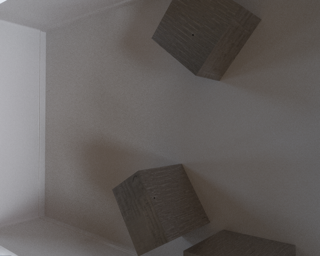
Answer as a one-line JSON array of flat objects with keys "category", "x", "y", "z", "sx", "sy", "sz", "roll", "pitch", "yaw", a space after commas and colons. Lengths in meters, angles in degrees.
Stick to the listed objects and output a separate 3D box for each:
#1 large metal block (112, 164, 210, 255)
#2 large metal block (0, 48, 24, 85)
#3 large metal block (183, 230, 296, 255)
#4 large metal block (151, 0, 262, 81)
[{"category": "large metal block", "x": 0.002, "y": 0.093, "z": 0.367, "sx": 0.050, "sy": 0.081, "sz": 0.080, "roll": -39, "pitch": 67, "yaw": 33}, {"category": "large metal block", "x": -0.353, "y": -0.136, "z": 0.660, "sx": 0.080, "sy": 0.081, "sz": 0.050, "roll": 39, "pitch": 114, "yaw": 33}, {"category": "large metal block", "x": 0.080, "y": 0.143, "z": 0.304, "sx": 0.080, "sy": 0.081, "sz": 0.050, "roll": -1, "pitch": 90, "yaw": 39}, {"category": "large metal block", "x": 0.050, "y": -0.111, "z": 0.348, "sx": 0.080, "sy": 0.050, "sz": 0.080, "roll": 47, "pitch": 118, "yaw": 29}]
